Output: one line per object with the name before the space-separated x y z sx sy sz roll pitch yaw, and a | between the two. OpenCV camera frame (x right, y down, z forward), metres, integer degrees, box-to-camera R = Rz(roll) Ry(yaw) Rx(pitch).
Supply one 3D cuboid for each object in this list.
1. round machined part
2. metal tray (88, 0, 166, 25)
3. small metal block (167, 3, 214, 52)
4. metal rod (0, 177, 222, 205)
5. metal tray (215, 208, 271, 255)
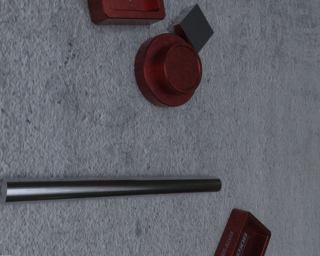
round machined part | 0.018 -0.077 0.411 0.099 0.042 0.097 0 90 -40
metal tray | -0.045 -0.191 0.364 0.091 0.030 0.129 -15 100 -39
small metal block | 0.045 -0.140 0.444 0.050 0.025 0.050 51 60 -28
metal rod | -0.029 0.073 0.382 0.302 0.025 0.025 7 86 -40
metal tray | 0.134 0.214 0.517 0.090 0.030 0.130 44 64 -32
